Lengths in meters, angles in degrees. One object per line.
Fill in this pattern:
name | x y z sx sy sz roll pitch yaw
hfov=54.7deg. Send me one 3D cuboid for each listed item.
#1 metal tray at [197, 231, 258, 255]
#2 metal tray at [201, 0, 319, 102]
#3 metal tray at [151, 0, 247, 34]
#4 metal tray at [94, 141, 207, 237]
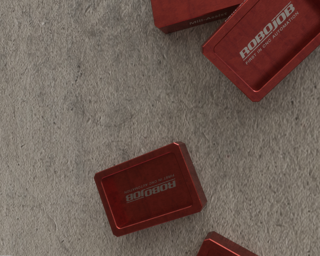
metal tray | 0.074 0.207 0.380 0.090 0.030 0.129 25 98 18
metal tray | 0.121 -0.105 0.345 0.090 0.030 0.130 42 104 -9
metal tray | 0.052 -0.180 0.388 0.130 0.030 0.089 -10 87 19
metal tray | -0.015 0.081 0.411 0.130 0.030 0.090 -23 83 18
